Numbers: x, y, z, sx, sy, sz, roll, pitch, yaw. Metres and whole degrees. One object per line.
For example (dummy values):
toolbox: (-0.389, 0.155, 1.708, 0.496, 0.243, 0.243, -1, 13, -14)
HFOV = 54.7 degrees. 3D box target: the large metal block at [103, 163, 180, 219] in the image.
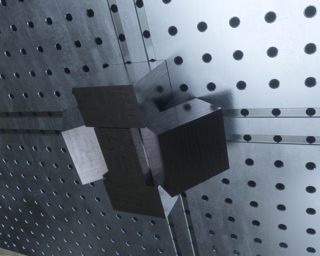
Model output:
large metal block: (-0.017, 0.072, 0.426, 0.080, 0.080, 0.050, 1, 119, 27)

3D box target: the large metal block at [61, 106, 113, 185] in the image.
large metal block: (-0.096, 0.017, 0.426, 0.050, 0.080, 0.080, -17, 116, -8)

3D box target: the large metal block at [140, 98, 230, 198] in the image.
large metal block: (0.029, 0.020, 0.361, 0.050, 0.081, 0.079, 33, 141, 57)

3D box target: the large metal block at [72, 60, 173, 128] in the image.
large metal block: (-0.041, -0.041, 0.369, 0.080, 0.080, 0.050, 1, 119, 27)

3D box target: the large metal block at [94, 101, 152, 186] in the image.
large metal block: (-0.030, 0.016, 0.399, 0.050, 0.080, 0.079, 1, 119, 27)
